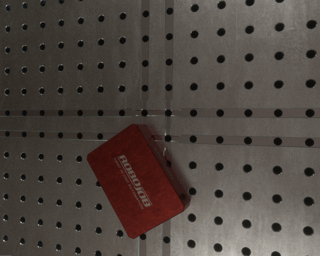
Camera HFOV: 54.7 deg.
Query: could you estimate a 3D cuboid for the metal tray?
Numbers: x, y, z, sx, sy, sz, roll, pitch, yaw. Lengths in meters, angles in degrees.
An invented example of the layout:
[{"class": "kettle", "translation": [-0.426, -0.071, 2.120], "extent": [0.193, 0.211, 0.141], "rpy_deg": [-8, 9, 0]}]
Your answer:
[{"class": "metal tray", "translation": [-0.031, 0.070, 0.420], "extent": [0.090, 0.030, 0.130], "rpy_deg": [-34, 79, 16]}]
